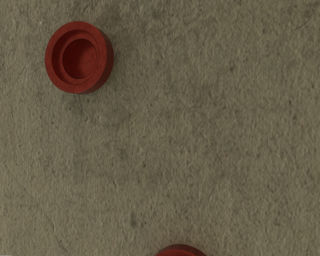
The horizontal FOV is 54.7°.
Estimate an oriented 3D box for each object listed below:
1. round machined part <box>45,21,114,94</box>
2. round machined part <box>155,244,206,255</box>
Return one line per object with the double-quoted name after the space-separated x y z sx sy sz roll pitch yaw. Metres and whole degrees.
-0.108 -0.096 0.437 0.098 0.042 0.097 0 90 19 "round machined part"
0.024 0.203 0.391 0.098 0.042 0.097 0 90 19 "round machined part"
